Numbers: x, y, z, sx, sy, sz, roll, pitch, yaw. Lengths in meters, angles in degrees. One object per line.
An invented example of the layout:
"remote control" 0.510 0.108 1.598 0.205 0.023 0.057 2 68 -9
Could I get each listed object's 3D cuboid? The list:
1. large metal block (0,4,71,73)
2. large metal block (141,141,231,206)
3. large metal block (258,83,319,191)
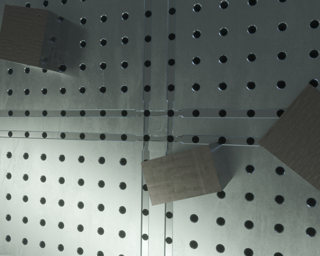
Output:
"large metal block" -0.190 -0.133 0.467 0.080 0.050 0.080 14 95 19
"large metal block" 0.035 0.052 0.371 0.080 0.080 0.050 -17 85 19
"large metal block" 0.167 0.010 0.340 0.080 0.050 0.080 41 103 15
